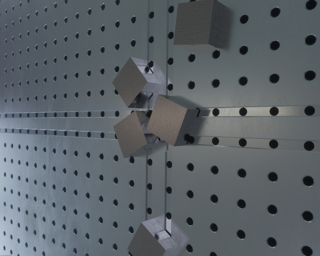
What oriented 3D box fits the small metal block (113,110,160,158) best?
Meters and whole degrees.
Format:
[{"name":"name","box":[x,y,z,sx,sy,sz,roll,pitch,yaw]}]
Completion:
[{"name":"small metal block","box":[-0.034,0.009,0.439,0.050,0.025,0.050,-33,70,35]}]

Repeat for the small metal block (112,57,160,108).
[{"name":"small metal block","box":[-0.035,-0.063,0.439,0.050,0.025,0.050,-48,62,29]}]

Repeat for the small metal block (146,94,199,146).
[{"name":"small metal block","box":[0.015,-0.010,0.398,0.050,0.025,0.050,30,109,36]}]

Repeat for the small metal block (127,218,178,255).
[{"name":"small metal block","box":[-0.011,0.161,0.420,0.050,0.025,0.050,40,114,33]}]

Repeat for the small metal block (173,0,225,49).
[{"name":"small metal block","box":[0.046,-0.123,0.372,0.050,0.025,0.050,11,97,39]}]
